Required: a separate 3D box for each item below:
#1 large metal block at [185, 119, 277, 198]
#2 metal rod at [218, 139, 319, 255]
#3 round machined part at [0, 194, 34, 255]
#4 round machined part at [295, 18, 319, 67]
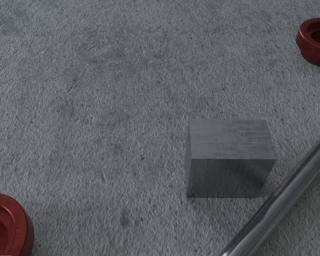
[{"bbox_3d":[0.070,0.036,0.339,0.081,0.080,0.050,0,50,0],"label":"large metal block"},{"bbox_3d":[0.122,0.088,0.330,0.302,0.025,0.025,-37,59,-27],"label":"metal rod"},{"bbox_3d":[-0.170,0.115,0.294,0.099,0.042,0.098,0,50,0],"label":"round machined part"},{"bbox_3d":[0.275,-0.138,0.512,0.099,0.042,0.098,0,50,0],"label":"round machined part"}]
